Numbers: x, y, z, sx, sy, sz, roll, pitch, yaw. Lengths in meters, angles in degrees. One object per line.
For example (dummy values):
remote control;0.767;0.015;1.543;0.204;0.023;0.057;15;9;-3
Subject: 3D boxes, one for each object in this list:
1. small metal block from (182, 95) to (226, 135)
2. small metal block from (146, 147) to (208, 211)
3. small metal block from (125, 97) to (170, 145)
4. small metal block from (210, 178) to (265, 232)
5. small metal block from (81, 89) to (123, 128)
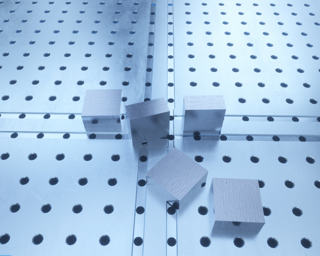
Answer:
small metal block;0.056;-0.016;0.406;0.050;0.050;0.025;-1;50;-1
small metal block;0.019;0.058;0.359;0.050;0.025;0.050;35;58;26
small metal block;-0.015;-0.008;0.398;0.050;0.050;0.025;-14;52;-11
small metal block;0.082;0.083;0.338;0.050;0.025;0.050;2;50;2
small metal block;-0.078;-0.027;0.431;0.050;0.025;0.050;-1;50;-1
